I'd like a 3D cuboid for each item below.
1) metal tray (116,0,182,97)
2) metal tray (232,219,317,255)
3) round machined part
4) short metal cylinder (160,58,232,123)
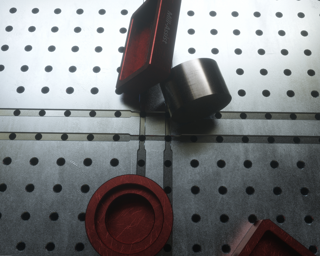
[{"bbox_3d":[-0.016,-0.116,0.418,0.030,0.090,0.130,21,67,-29],"label":"metal tray"},{"bbox_3d":[0.144,0.178,0.345,0.130,0.030,0.090,38,74,12],"label":"metal tray"},{"bbox_3d":[-0.034,0.106,0.363,0.099,0.042,0.098,0,70,-1],"label":"round machined part"},{"bbox_3d":[0.045,-0.046,0.400,0.081,0.080,0.050,-16,71,-6],"label":"short metal cylinder"}]
